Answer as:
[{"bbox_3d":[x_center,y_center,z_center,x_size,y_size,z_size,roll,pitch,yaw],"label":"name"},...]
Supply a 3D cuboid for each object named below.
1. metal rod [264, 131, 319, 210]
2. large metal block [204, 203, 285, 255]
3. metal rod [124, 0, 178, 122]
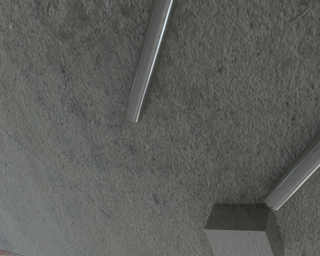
[{"bbox_3d":[0.188,-0.016,0.298,0.025,0.025,0.298,30,128,9],"label":"metal rod"},{"bbox_3d":[0.117,0.151,0.422,0.080,0.050,0.080,-10,114,32],"label":"large metal block"},{"bbox_3d":[0.004,-0.128,0.324,0.025,0.025,0.298,28,128,10],"label":"metal rod"}]
